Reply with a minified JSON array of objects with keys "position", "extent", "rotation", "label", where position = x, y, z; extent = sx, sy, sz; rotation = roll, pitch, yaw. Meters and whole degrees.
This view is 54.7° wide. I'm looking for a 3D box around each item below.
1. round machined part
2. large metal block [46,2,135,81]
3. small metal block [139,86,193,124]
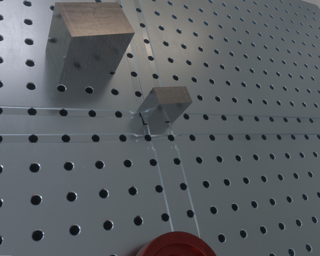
[{"position":[0.014,0.158,0.308],"extent":[0.099,0.042,0.098],"rotation":[14,56,-21],"label":"round machined part"},{"position":[-0.090,-0.109,0.391],"extent":[0.081,0.080,0.050],"rotation":[-16,71,-35],"label":"large metal block"},{"position":[0.007,-0.031,0.414],"extent":[0.050,0.050,0.025],"rotation":[-6,65,-31],"label":"small metal block"}]
